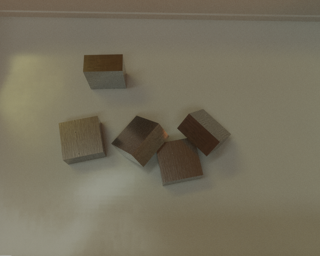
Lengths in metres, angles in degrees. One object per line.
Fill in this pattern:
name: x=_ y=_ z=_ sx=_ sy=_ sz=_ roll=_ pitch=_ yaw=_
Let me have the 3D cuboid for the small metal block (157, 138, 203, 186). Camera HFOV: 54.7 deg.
small metal block: x=0.023 y=0.043 z=0.394 sx=0.050 sy=0.025 sz=0.050 roll=-10 pitch=71 yaw=-4

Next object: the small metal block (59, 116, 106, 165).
small metal block: x=-0.100 y=0.016 z=0.403 sx=0.050 sy=0.025 sz=0.050 roll=-11 pitch=71 yaw=-5

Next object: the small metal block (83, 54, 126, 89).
small metal block: x=-0.074 y=-0.076 z=0.423 sx=0.050 sy=0.050 sz=0.025 roll=-2 pitch=70 yaw=-1

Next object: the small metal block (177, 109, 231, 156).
small metal block: x=0.057 y=0.004 z=0.393 sx=0.050 sy=0.050 sz=0.025 roll=44 pitch=116 yaw=14

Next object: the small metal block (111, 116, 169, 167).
small metal block: x=-0.025 y=0.015 z=0.390 sx=0.050 sy=0.025 sz=0.050 roll=-49 pitch=36 yaw=-16
